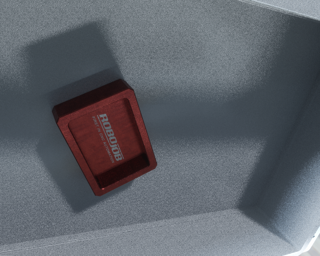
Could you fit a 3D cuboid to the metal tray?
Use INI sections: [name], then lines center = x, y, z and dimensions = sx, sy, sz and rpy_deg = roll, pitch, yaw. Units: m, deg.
[metal tray]
center = -0.062, 0.015, 0.381
dimensions = 0.091, 0.030, 0.129
rpy_deg = -26, 128, -13
